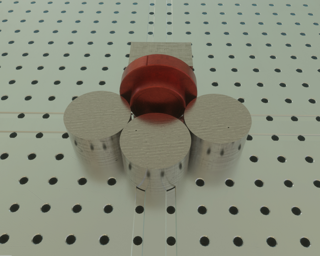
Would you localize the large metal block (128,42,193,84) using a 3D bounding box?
[{"bbox_3d":[0.001,-0.071,0.431,0.081,0.080,0.050,1,50,0],"label":"large metal block"}]

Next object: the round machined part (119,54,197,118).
[{"bbox_3d":[-0.002,-0.041,0.392,0.099,0.097,0.042,1,50,1],"label":"round machined part"}]

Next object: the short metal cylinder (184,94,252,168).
[{"bbox_3d":[0.069,0.003,0.390,0.081,0.050,0.080,0,50,0],"label":"short metal cylinder"}]

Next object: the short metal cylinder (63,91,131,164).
[{"bbox_3d":[-0.075,-0.002,0.392,0.081,0.050,0.080,0,50,0],"label":"short metal cylinder"}]

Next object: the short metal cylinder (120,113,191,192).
[{"bbox_3d":[-0.005,0.028,0.368,0.081,0.050,0.080,0,50,0],"label":"short metal cylinder"}]
